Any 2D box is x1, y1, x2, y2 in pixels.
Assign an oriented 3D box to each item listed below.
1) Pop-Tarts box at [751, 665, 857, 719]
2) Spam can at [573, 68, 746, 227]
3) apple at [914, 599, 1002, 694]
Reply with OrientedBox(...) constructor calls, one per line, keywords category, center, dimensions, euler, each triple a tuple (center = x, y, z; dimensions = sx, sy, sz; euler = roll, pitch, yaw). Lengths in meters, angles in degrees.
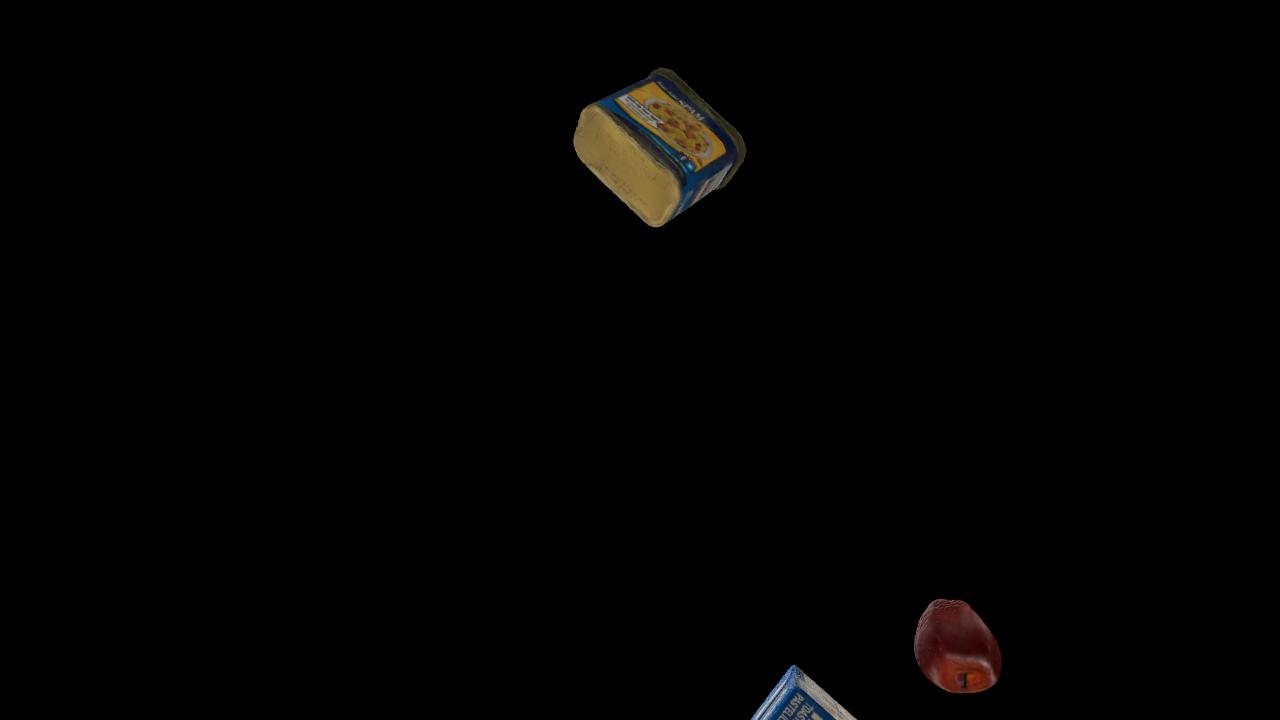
OrientedBox(category="Pop-Tarts box", center=(0.098, 0.303, 0.364), dimensions=(0.141, 0.167, 0.083), euler=(38, -5, 20))
OrientedBox(category="Spam can", center=(0.014, -0.159, 0.462), dimensions=(0.085, 0.101, 0.058), euler=(-42, -7, -36))
OrientedBox(category="apple", center=(0.317, 0.288, 0.619), dimensions=(0.079, 0.079, 0.093), euler=(0, 27, 15))
